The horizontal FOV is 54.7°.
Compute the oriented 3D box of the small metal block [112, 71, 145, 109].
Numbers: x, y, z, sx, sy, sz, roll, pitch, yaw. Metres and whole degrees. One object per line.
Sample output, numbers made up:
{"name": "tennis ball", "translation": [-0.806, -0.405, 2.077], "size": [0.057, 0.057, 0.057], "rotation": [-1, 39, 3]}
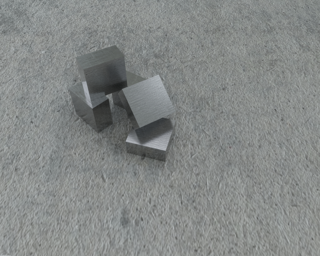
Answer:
{"name": "small metal block", "translation": [-0.039, -0.048, 0.429], "size": [0.050, 0.050, 0.025], "rotation": [26, 55, 19]}

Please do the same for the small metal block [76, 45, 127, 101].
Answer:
{"name": "small metal block", "translation": [-0.070, -0.067, 0.379], "size": [0.050, 0.050, 0.025], "rotation": [-23, 54, -19]}

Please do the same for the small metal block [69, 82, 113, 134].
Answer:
{"name": "small metal block", "translation": [-0.091, -0.028, 0.411], "size": [0.050, 0.050, 0.025], "rotation": [38, 59, 27]}

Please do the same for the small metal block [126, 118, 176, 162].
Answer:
{"name": "small metal block", "translation": [-0.011, 0.011, 0.395], "size": [0.050, 0.025, 0.050], "rotation": [13, 51, 10]}

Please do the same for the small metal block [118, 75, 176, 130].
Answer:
{"name": "small metal block", "translation": [-0.017, -0.031, 0.383], "size": [0.050, 0.025, 0.050], "rotation": [-25, 92, -20]}
